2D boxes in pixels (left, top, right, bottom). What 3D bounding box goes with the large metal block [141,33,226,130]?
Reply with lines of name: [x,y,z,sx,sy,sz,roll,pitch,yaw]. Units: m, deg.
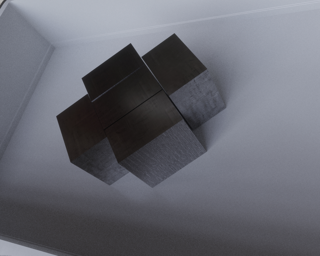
large metal block: [0.030,-0.057,0.387,0.050,0.080,0.080,-35,52,5]

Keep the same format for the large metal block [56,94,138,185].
large metal block: [-0.079,0.016,0.399,0.050,0.080,0.080,-35,52,5]

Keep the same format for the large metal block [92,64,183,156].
large metal block: [-0.024,-0.019,0.392,0.080,0.080,0.050,-35,52,5]

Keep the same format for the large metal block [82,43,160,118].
large metal block: [-0.044,-0.053,0.423,0.080,0.080,0.050,-35,52,5]

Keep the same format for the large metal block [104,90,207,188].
large metal block: [-0.003,0.016,0.361,0.080,0.080,0.050,-35,52,5]
